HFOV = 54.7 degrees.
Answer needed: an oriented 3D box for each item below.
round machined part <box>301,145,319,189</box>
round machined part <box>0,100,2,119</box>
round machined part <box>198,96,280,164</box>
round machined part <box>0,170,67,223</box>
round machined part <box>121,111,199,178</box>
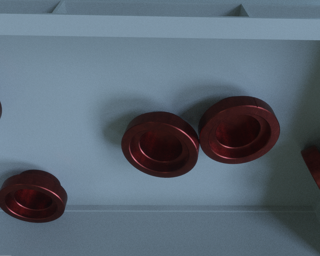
[{"bbox_3d":[0.237,0.066,0.421,0.042,0.098,0.098,-31,124,23],"label":"round machined part"},{"bbox_3d":[-0.238,-0.033,0.366,0.099,0.042,0.097,-1,130,0],"label":"round machined part"},{"bbox_3d":[0.098,-0.002,0.398,0.099,0.042,0.097,-1,130,0],"label":"round machined part"},{"bbox_3d":[-0.194,0.103,0.483,0.099,0.042,0.097,-1,130,0],"label":"round machined part"},{"bbox_3d":[0.003,0.017,0.405,0.098,0.042,0.097,7,131,8],"label":"round machined part"}]
